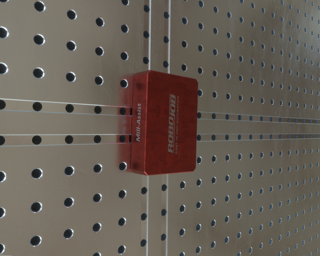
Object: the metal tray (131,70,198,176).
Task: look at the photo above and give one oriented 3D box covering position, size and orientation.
[{"bbox_3d":[0.008,-0.005,0.414,0.091,0.030,0.129,3,88,-40],"label":"metal tray"}]
